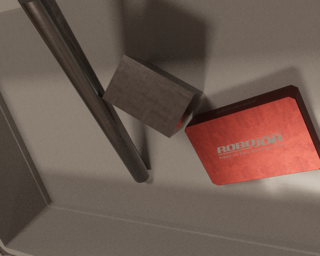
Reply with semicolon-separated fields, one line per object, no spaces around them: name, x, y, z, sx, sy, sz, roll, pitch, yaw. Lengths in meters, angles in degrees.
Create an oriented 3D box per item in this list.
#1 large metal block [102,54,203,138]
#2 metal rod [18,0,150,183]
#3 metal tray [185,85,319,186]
large metal block;-0.003;-0.036;0.342;0.080;0.080;0.050;31;103;8
metal rod;-0.062;-0.015;0.352;0.025;0.025;0.299;10;148;23
metal tray;0.105;0.014;0.358;0.130;0.030;0.090;-18;110;34
